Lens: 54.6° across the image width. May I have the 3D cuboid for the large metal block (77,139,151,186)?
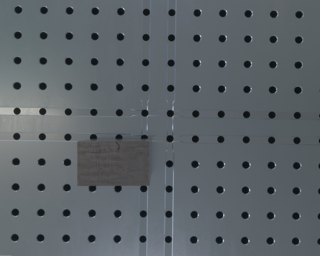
[{"bbox_3d":[-0.052,0.039,0.386,0.080,0.080,0.050,0,90,0],"label":"large metal block"}]
